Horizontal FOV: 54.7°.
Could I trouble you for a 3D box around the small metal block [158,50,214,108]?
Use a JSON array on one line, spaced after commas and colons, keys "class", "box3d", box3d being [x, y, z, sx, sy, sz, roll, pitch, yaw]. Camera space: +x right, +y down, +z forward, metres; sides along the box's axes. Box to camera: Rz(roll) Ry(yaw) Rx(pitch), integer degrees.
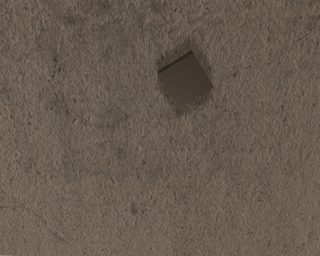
[{"class": "small metal block", "box3d": [0.032, -0.061, 0.388, 0.050, 0.025, 0.050, -31, 108, 10]}]
